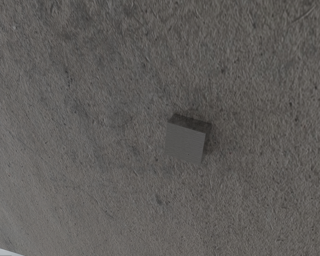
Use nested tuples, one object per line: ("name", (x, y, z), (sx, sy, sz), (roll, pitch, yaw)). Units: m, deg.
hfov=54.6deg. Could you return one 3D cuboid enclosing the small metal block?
("small metal block", (0.035, 0.014, 0.398), (0.050, 0.025, 0.050), (17, 125, 18))
